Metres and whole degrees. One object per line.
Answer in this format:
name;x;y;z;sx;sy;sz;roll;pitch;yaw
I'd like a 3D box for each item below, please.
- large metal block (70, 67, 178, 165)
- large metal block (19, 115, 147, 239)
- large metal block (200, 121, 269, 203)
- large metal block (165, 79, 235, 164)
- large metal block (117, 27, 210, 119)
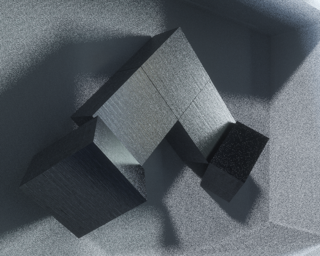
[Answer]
large metal block;-0.038;-0.011;0.356;0.080;0.050;0.080;-51;120;-27
large metal block;-0.070;0.048;0.301;0.080;0.050;0.080;-31;117;10
large metal block;0.106;0.050;0.449;0.080;0.050;0.080;-51;164;-27
large metal block;0.050;-0.009;0.429;0.080;0.050;0.080;-51;120;-27
large metal block;0.007;-0.067;0.393;0.080;0.050;0.080;-51;120;-27
